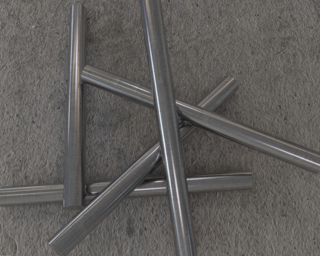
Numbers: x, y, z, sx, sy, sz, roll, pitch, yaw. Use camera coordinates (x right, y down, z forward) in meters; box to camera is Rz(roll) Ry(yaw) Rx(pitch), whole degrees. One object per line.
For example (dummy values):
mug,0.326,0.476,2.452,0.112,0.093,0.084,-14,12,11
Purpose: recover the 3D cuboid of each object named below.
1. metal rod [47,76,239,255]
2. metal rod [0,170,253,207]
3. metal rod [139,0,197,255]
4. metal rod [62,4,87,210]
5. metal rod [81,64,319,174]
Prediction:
metal rod,-0.004,0.032,0.375,0.025,0.025,0.301,42,67,14
metal rod,-0.039,0.074,0.380,0.302,0.025,0.025,-4,70,-2
metal rod,0.009,-0.002,0.355,0.025,0.025,0.298,-8,91,-3
metal rod,-0.110,-0.045,0.409,0.025,0.025,0.299,-5,65,-2
metal rod,0.041,-0.016,0.374,0.301,0.025,0.025,22,72,12
